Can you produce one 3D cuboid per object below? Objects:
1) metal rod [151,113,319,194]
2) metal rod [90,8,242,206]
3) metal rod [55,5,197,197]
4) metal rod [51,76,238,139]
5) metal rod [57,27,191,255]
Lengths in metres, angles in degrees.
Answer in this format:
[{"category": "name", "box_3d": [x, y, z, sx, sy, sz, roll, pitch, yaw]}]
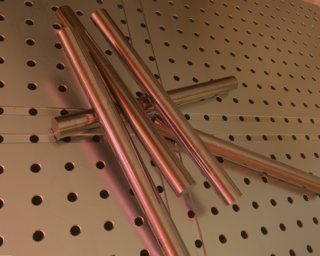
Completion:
[{"category": "metal rod", "box_3d": [0.125, 0.043, 0.448, 0.302, 0.025, 0.025, 21, 54, -16]}, {"category": "metal rod", "box_3d": [0.002, -0.034, 0.395, 0.025, 0.025, 0.299, -27, 77, -37]}, {"category": "metal rod", "box_3d": [-0.053, -0.048, 0.378, 0.025, 0.025, 0.299, -19, 63, -35]}, {"category": "metal rod", "box_3d": [0.002, -0.037, 0.431, 0.302, 0.025, 0.025, -18, 71, -35]}, {"category": "metal rod", "box_3d": [-0.042, 0.020, 0.348, 0.025, 0.025, 0.299, -22, 81, -36]}]
